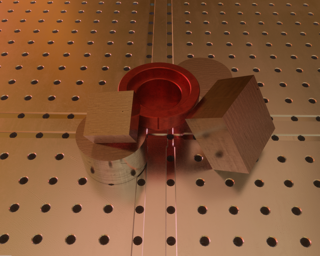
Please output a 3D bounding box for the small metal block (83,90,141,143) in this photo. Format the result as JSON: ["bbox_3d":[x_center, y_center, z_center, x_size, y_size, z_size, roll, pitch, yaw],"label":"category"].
[{"bbox_3d":[-0.051,-0.011,0.335,0.050,0.025,0.050,-2,68,14],"label":"small metal block"}]

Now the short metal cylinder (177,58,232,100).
[{"bbox_3d":[0.057,-0.054,0.437,0.081,0.050,0.080,0,50,0],"label":"short metal cylinder"}]

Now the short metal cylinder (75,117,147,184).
[{"bbox_3d":[-0.056,0.020,0.373,0.081,0.050,0.080,0,50,0],"label":"short metal cylinder"}]

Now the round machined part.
[{"bbox_3d":[-0.001,-0.035,0.388,0.099,0.042,0.098,0,50,0],"label":"round machined part"}]

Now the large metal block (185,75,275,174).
[{"bbox_3d":[0.086,-0.005,0.368,0.050,0.080,0.080,0,39,47],"label":"large metal block"}]
